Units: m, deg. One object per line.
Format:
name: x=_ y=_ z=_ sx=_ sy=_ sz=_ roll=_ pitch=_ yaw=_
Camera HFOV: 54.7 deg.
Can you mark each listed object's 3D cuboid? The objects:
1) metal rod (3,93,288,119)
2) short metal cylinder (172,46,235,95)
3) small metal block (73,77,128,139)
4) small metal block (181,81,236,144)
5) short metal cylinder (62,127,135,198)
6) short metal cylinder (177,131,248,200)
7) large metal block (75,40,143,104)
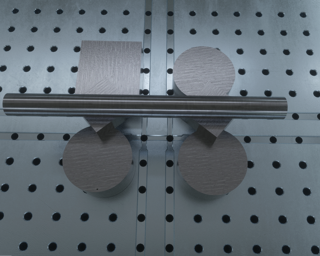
metal rod: x=-0.016 y=-0.024 z=0.340 sx=0.302 sy=0.025 sz=0.025 roll=1 pitch=70 yaw=0
short metal cylinder: x=0.057 y=-0.063 z=0.422 sx=0.081 sy=0.050 sz=0.080 roll=0 pitch=70 yaw=0
small metal block: x=-0.067 y=-0.024 z=0.367 sx=0.050 sy=0.025 sz=0.050 roll=-38 pitch=75 yaw=-13
small metal block: x=0.060 y=-0.018 z=0.366 sx=0.050 sy=0.025 sz=0.050 roll=39 pitch=74 yaw=13
short metal cylinder: x=-0.072 y=0.042 z=0.381 sx=0.081 sy=0.050 sz=0.080 roll=0 pitch=70 yaw=0
short metal cylinder: x=0.061 y=0.046 z=0.382 sx=0.081 sy=0.050 sz=0.080 roll=0 pitch=70 yaw=0
large metal block: x=-0.065 y=-0.070 z=0.423 sx=0.080 sy=0.050 sz=0.080 roll=1 pitch=70 yaw=0
